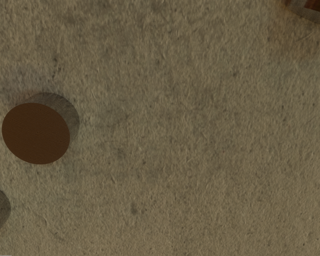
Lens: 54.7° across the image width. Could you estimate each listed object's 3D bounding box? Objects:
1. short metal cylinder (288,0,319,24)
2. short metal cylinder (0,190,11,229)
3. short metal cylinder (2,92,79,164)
[{"bbox_3d":[0.188,-0.140,0.332,0.080,0.080,0.050,20,109,-8],"label":"short metal cylinder"},{"bbox_3d":[-0.263,0.125,0.439,0.081,0.050,0.079,0,110,-1],"label":"short metal cylinder"},{"bbox_3d":[-0.149,-0.001,0.394,0.081,0.050,0.079,0,110,-1],"label":"short metal cylinder"}]
